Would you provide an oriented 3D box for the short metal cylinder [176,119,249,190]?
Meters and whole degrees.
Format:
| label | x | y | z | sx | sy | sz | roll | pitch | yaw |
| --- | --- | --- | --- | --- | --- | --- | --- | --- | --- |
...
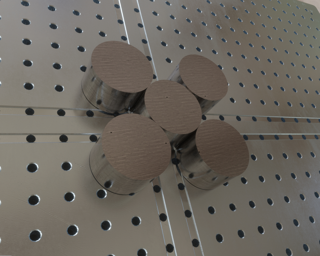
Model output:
| label | x | y | z | sx | sy | sz | roll | pitch | yaw |
| --- | --- | --- | --- | --- | --- | --- | --- | --- | --- |
| short metal cylinder | 0.069 | 0.035 | 0.409 | 0.081 | 0.050 | 0.080 | 14 | 56 | -21 |

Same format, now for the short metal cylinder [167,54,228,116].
| label | x | y | z | sx | sy | sz | roll | pitch | yaw |
| --- | --- | --- | --- | --- | --- | --- | --- | --- | --- |
| short metal cylinder | 0.052 | -0.061 | 0.456 | 0.081 | 0.050 | 0.080 | 14 | 56 | -21 |

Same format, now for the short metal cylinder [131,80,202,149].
| label | x | y | z | sx | sy | sz | roll | pitch | yaw |
| --- | --- | --- | --- | --- | --- | --- | --- | --- | --- |
| short metal cylinder | 0.007 | -0.016 | 0.407 | 0.081 | 0.050 | 0.080 | 14 | 56 | -21 |

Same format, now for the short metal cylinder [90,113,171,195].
| label | x | y | z | sx | sy | sz | roll | pitch | yaw |
| --- | --- | --- | --- | --- | --- | --- | --- | --- | --- |
| short metal cylinder | -0.034 | 0.030 | 0.355 | 0.081 | 0.050 | 0.080 | 14 | 56 | -21 |

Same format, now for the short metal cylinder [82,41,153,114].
| label | x | y | z | sx | sy | sz | roll | pitch | yaw |
| --- | --- | --- | --- | --- | --- | --- | --- | --- | --- |
| short metal cylinder | -0.056 | -0.065 | 0.402 | 0.081 | 0.050 | 0.080 | 14 | 56 | -21 |
